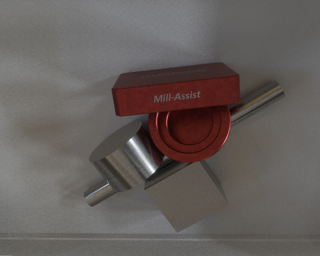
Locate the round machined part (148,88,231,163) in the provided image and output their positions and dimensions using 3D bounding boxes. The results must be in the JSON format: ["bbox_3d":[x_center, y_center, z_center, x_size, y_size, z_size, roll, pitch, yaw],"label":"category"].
[{"bbox_3d":[0.038,-0.006,0.384,0.098,0.042,0.097,-1,85,14],"label":"round machined part"}]

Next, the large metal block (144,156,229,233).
[{"bbox_3d":[0.035,0.082,0.426,0.080,0.050,0.080,-31,108,10],"label":"large metal block"}]

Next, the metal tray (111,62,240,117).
[{"bbox_3d":[0.017,-0.047,0.357,0.131,0.090,0.030,-6,110,1],"label":"metal tray"}]

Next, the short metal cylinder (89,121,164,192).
[{"bbox_3d":[-0.042,0.035,0.393,0.080,0.080,0.050,-32,107,10],"label":"short metal cylinder"}]

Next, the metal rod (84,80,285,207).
[{"bbox_3d":[0.025,0.026,0.420,0.300,0.025,0.025,-31,108,10],"label":"metal rod"}]
